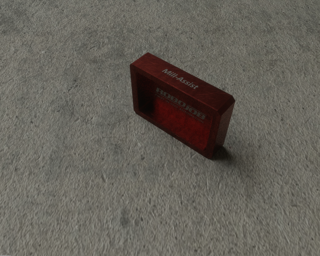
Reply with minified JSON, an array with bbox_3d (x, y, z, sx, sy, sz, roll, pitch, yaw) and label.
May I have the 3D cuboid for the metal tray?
[{"bbox_3d":[0.023,-0.028,0.386,0.130,0.089,0.030,32,57,24],"label":"metal tray"}]
